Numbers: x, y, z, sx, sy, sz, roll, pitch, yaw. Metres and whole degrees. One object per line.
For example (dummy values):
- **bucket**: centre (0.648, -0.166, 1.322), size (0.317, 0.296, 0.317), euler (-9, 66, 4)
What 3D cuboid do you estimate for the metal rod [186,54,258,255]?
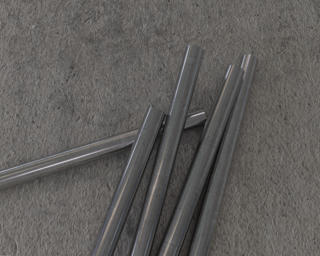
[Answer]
- **metal rod**: centre (0.082, 0.036, 0.395), size (0.025, 0.025, 0.299), euler (17, 71, 6)

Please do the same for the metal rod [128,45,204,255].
- **metal rod**: centre (0.006, 0.039, 0.373), size (0.025, 0.025, 0.299), euler (15, 78, 5)

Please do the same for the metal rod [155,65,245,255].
- **metal rod**: centre (0.045, 0.056, 0.377), size (0.025, 0.025, 0.299), euler (21, 75, 7)

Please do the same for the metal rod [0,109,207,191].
- **metal rod**: centre (-0.085, 0.030, 0.396), size (0.302, 0.025, 0.025), euler (-17, 71, -6)

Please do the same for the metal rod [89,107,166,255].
- **metal rod**: centre (-0.055, 0.116, 0.350), size (0.025, 0.025, 0.299), euler (19, 76, 7)
